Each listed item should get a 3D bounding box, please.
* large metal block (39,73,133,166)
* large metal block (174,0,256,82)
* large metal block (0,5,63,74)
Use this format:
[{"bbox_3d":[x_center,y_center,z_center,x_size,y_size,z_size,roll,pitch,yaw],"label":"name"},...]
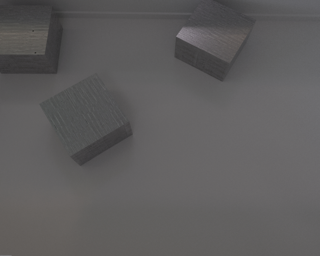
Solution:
[{"bbox_3d":[-0.092,-0.010,0.399,0.080,0.050,0.080,-32,73,-11],"label":"large metal block"},{"bbox_3d":[0.077,-0.127,0.443,0.080,0.050,0.080,30,73,10],"label":"large metal block"},{"bbox_3d":[-0.190,-0.125,0.441,0.081,0.050,0.080,0,70,0],"label":"large metal block"}]
